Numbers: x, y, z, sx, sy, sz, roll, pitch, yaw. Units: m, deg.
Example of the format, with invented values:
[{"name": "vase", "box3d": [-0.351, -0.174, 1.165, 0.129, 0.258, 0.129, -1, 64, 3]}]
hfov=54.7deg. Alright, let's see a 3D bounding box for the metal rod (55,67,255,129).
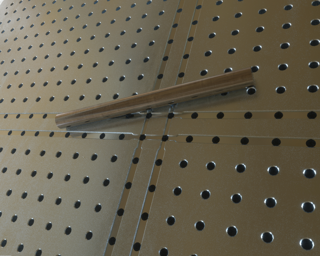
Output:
[{"name": "metal rod", "box3d": [-0.022, -0.038, 0.440, 0.301, 0.025, 0.025, -11, 57, 21]}]
